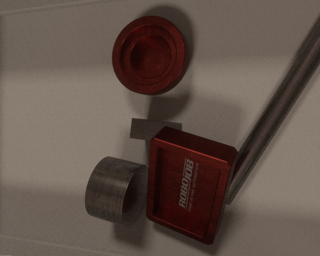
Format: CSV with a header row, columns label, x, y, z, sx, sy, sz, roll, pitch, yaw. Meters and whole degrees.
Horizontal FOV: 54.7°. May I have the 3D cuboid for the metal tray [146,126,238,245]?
label,x,y,z,sx,sy,sz,roll,pitch,yaw
metal tray,0.032,0.069,0.363,0.090,0.030,0.129,17,125,20

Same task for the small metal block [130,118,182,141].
label,x,y,z,sx,sy,sz,roll,pitch,yaw
small metal block,-0.004,0.003,0.398,0.050,0.050,0.025,7,93,19

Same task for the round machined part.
label,x,y,z,sx,sy,sz,roll,pitch,yaw
round machined part,-0.009,-0.091,0.404,0.098,0.042,0.097,0,90,19

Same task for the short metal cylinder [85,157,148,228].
label,x,y,z,sx,sy,sz,roll,pitch,yaw
short metal cylinder,-0.052,0.081,0.399,0.050,0.080,0.079,11,94,19

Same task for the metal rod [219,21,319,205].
label,x,y,z,sx,sy,sz,roll,pitch,yaw
metal rod,0.148,-0.041,0.358,0.025,0.025,0.299,32,100,17
